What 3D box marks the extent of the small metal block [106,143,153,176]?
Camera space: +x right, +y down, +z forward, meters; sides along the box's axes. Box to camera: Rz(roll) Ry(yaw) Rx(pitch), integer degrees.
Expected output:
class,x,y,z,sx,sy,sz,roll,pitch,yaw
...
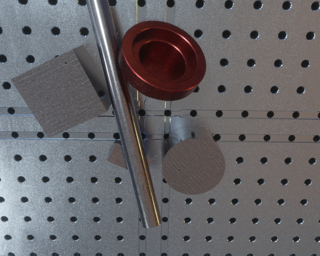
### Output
class,x,y,z,sx,sy,sz,roll,pitch,yaw
small metal block,-0.042,0.042,0.412,0.050,0.050,0.025,25,81,-10

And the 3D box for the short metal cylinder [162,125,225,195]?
class,x,y,z,sx,sy,sz,roll,pitch,yaw
short metal cylinder,0.043,0.042,0.416,0.081,0.050,0.079,0,110,-1

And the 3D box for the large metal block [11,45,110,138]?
class,x,y,z,sx,sy,sz,roll,pitch,yaw
large metal block,-0.116,-0.046,0.382,0.080,0.050,0.080,-24,109,8

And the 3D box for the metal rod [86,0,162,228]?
class,x,y,z,sx,sy,sz,roll,pitch,yaw
metal rod,-0.044,-0.027,0.366,0.025,0.025,0.298,-13,96,4

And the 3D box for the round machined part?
class,x,y,z,sx,sy,sz,roll,pitch,yaw
round machined part,0.000,-0.073,0.358,0.099,0.098,0.042,23,147,-9
